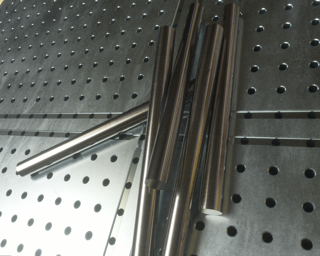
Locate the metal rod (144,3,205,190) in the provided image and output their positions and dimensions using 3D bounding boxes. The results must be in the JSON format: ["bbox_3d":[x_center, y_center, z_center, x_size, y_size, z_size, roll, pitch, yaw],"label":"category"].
[{"bbox_3d":[0.027,-0.063,0.398,0.025,0.025,0.300,-5,52,25],"label":"metal rod"}]

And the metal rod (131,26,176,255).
[{"bbox_3d":[-0.005,0.003,0.383,0.025,0.025,0.299,-4,67,26],"label":"metal rod"}]

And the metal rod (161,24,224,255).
[{"bbox_3d":[0.042,0.005,0.365,0.025,0.025,0.299,1,67,28],"label":"metal rod"}]

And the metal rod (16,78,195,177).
[{"bbox_3d":[-0.078,0.004,0.444,0.301,0.025,0.025,-24,53,12],"label":"metal rod"}]

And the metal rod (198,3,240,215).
[{"bbox_3d":[0.079,-0.043,0.392,0.025,0.025,0.299,-3,60,26],"label":"metal rod"}]
